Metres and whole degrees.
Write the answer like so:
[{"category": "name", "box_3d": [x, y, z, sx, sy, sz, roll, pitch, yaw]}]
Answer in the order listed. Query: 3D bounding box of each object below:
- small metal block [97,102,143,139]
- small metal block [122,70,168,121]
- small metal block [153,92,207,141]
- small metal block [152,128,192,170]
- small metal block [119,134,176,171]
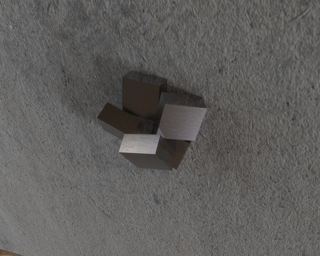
[{"category": "small metal block", "box_3d": [-0.052, -0.004, 0.417, 0.050, 0.025, 0.050, 29, 164, 8]}, {"category": "small metal block", "box_3d": [-0.019, -0.041, 0.392, 0.050, 0.025, 0.050, 16, 125, 18]}, {"category": "small metal block", "box_3d": [0.023, -0.013, 0.373, 0.050, 0.025, 0.050, 5, 128, -15]}, {"category": "small metal block", "box_3d": [0.013, 0.020, 0.413, 0.050, 0.025, 0.050, 29, 128, 9]}, {"category": "small metal block", "box_3d": [-0.015, 0.030, 0.386, 0.050, 0.025, 0.050, 0, 151, 28]}]
